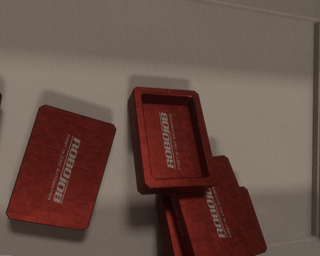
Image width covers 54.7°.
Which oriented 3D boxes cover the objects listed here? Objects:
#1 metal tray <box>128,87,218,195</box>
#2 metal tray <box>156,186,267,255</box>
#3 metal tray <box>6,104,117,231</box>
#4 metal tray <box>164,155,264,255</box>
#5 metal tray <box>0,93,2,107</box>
[{"bbox_3d":[0.013,0.013,0.384,0.091,0.030,0.130,1,63,-20],"label":"metal tray"},{"bbox_3d":[0.067,0.130,0.412,0.131,0.030,0.090,-1,60,-21],"label":"metal tray"},{"bbox_3d":[-0.114,0.047,0.366,0.091,0.030,0.129,17,84,-20],"label":"metal tray"},{"bbox_3d":[0.063,0.103,0.390,0.091,0.030,0.130,-5,61,-23],"label":"metal tray"},{"bbox_3d":[-0.211,0.018,0.299,0.030,0.090,0.129,7,87,22],"label":"metal tray"}]
